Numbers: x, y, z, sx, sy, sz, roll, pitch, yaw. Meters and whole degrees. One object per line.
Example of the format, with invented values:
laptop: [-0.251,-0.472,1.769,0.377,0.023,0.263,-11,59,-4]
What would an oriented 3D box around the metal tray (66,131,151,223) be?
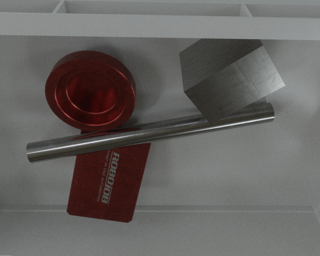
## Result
metal tray: [-0.071,0.062,0.425,0.091,0.030,0.129,11,106,-10]

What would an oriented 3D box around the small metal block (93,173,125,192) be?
small metal block: [-0.075,0.078,0.458,0.050,0.050,0.025,4,130,-4]

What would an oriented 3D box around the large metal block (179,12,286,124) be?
large metal block: [0.070,-0.063,0.321,0.080,0.080,0.050,-29,125,22]

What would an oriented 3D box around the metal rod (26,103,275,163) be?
metal rod: [-0.008,0.005,0.385,0.302,0.025,0.025,-10,130,-4]

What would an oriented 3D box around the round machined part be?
round machined part: [-0.077,-0.045,0.358,0.099,0.042,0.097,-1,130,0]
